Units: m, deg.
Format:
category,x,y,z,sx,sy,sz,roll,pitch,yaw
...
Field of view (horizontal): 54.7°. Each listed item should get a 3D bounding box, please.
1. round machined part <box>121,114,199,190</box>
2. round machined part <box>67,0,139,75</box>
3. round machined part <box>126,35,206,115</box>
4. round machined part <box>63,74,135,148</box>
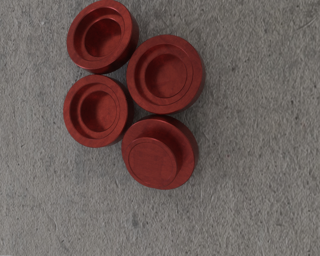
category,x,y,z,sx,sy,sz,roll,pitch,yaw
round machined part,-0.005,0.035,0.385,0.098,0.042,0.097,8,114,19
round machined part,-0.073,-0.118,0.419,0.098,0.042,0.098,-5,76,20
round machined part,0.010,-0.065,0.396,0.098,0.042,0.097,0,90,20
round machined part,-0.080,-0.023,0.428,0.098,0.042,0.097,0,90,20
